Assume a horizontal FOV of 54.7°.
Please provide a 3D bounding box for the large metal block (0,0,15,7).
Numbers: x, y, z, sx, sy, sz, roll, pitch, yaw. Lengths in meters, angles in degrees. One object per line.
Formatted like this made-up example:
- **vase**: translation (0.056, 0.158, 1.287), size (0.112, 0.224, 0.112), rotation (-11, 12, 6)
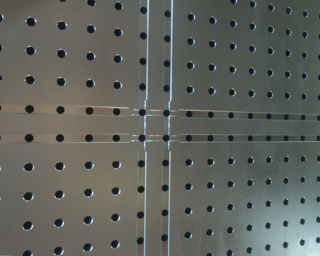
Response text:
- **large metal block**: translation (-0.172, -0.191, 0.336), size (0.080, 0.050, 0.080), rotation (-38, 103, -16)
